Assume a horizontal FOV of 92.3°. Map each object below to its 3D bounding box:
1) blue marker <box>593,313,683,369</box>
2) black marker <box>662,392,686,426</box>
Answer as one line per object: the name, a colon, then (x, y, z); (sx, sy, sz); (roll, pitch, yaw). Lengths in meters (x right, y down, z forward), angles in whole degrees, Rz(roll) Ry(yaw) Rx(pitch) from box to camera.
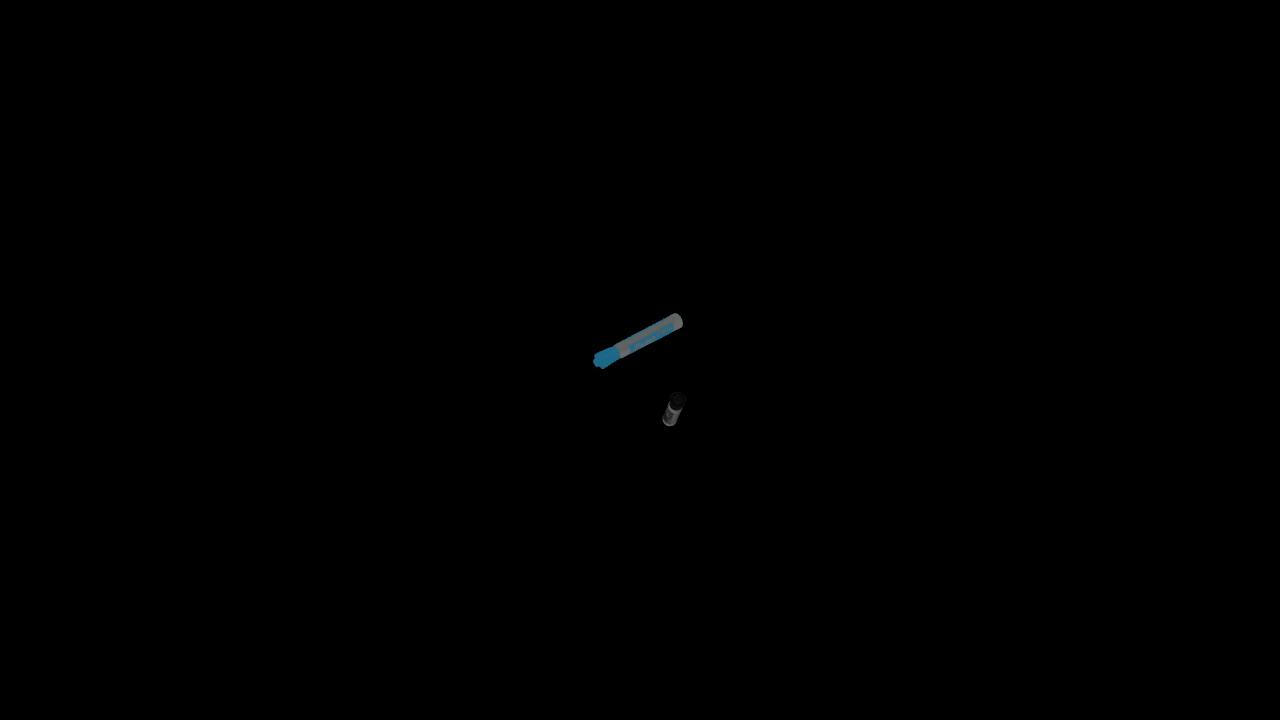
blue marker: (-0.002, -0.021, 0.688); (0.121, 0.020, 0.020); (-28, 15, -30)
black marker: (0.040, 0.060, 0.735); (0.020, 0.020, 0.121); (0, -16, -2)
